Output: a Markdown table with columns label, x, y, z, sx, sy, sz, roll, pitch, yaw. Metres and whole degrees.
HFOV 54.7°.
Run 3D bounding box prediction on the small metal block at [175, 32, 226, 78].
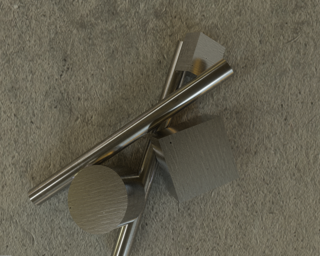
| label | x | y | z | sx | sy | sz | roll | pitch | yaw |
| --- | --- | --- | --- | --- | --- | --- | --- | --- | --- |
| small metal block | 0.053 | -0.089 | 0.399 | 0.050 | 0.025 | 0.050 | 17 | 90 | -40 |

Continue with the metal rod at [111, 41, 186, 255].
| label | x | y | z | sx | sy | sz | roll | pitch | yaw |
| --- | --- | --- | --- | --- | --- | --- | --- | --- | --- |
| metal rod | -0.010 | 0.033 | 0.410 | 0.025 | 0.025 | 0.298 | 17 | 90 | 0 |

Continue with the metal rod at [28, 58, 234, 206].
| label | x | y | z | sx | sy | sz | roll | pitch | yaw |
| --- | --- | --- | --- | --- | --- | --- | --- | --- | --- |
| metal rod | -0.041 | 0.009 | 0.393 | 0.300 | 0.025 | 0.025 | -34 | 90 | 6 |

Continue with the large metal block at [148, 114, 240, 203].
| label | x | y | z | sx | sy | sz | roll | pitch | yaw |
| --- | --- | --- | --- | --- | --- | --- | --- | --- | --- |
| large metal block | 0.041 | 0.034 | 0.384 | 0.081 | 0.050 | 0.080 | -20 | 99 | -13 |

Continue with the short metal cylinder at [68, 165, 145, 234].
| label | x | y | z | sx | sy | sz | roll | pitch | yaw |
| --- | --- | --- | --- | --- | --- | --- | --- | --- | --- |
| short metal cylinder | -0.065 | 0.086 | 0.385 | 0.080 | 0.050 | 0.080 | -2 | 83 | 20 |
